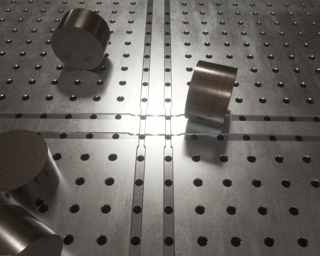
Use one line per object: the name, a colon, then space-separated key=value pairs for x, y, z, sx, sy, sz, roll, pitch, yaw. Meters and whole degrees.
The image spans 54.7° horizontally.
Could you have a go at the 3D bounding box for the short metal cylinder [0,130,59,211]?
short metal cylinder: x=-0.161 y=0.048 z=0.349 sx=0.081 sy=0.050 sz=0.080 roll=0 pitch=50 yaw=0

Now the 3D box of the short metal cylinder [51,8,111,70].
short metal cylinder: x=-0.123 y=-0.138 z=0.487 sx=0.080 sy=0.080 sz=0.050 roll=5 pitch=50 yaw=3

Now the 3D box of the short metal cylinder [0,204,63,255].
short metal cylinder: x=-0.134 y=0.116 z=0.273 sx=0.050 sy=0.080 sz=0.080 roll=27 pitch=55 yaw=21

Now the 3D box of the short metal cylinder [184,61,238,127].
short metal cylinder: x=0.068 y=-0.045 z=0.411 sx=0.050 sy=0.080 sz=0.080 roll=15 pitch=52 yaw=12
